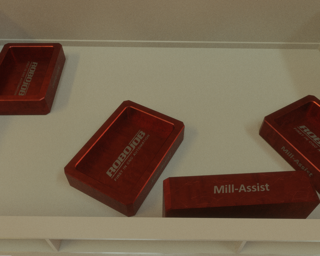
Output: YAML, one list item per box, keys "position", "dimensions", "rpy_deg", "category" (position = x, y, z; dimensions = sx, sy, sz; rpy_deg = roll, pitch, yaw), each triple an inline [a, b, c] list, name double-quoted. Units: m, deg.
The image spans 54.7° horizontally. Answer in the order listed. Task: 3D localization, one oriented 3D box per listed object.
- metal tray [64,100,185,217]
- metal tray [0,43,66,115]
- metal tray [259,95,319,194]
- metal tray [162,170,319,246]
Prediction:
- position: [-0.038, 0.030, 0.376]
  dimensions: [0.090, 0.030, 0.130]
  rpy_deg: [23, 53, 18]
  category: "metal tray"
- position: [-0.201, -0.077, 0.463]
  dimensions: [0.091, 0.030, 0.130]
  rpy_deg: [0, 50, -1]
  category: "metal tray"
- position: [0.202, 0.022, 0.385]
  dimensions: [0.091, 0.030, 0.130]
  rpy_deg: [-24, 54, -20]
  category: "metal tray"
- position: [0.069, 0.080, 0.296]
  dimensions: [0.131, 0.089, 0.030]
  rpy_deg: [-3, 50, -3]
  category: "metal tray"
